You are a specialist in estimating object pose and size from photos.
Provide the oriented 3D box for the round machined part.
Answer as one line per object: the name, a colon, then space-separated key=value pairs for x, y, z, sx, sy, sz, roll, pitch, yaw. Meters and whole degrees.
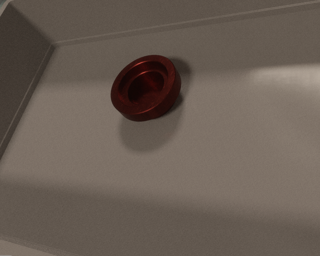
round machined part: x=-0.016 y=-0.051 z=0.433 sx=0.098 sy=0.042 sz=0.098 roll=-13 pitch=56 yaw=20
